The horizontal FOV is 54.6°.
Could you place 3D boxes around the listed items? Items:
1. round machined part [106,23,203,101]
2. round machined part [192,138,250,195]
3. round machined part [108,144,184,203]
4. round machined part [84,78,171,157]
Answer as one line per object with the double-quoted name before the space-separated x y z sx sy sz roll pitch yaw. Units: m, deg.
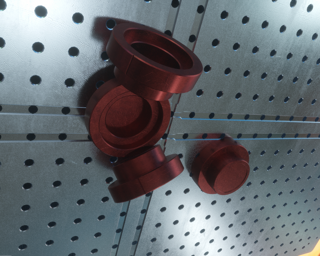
"round machined part" -0.009 -0.065 0.321 0.099 0.098 0.042 6 129 -31
"round machined part" 0.104 0.069 0.498 0.099 0.042 0.097 -14 124 -21
"round machined part" -0.022 0.054 0.397 0.099 0.098 0.042 -25 91 -13
"round machined part" -0.040 -0.017 0.367 0.099 0.042 0.097 -14 124 -21
